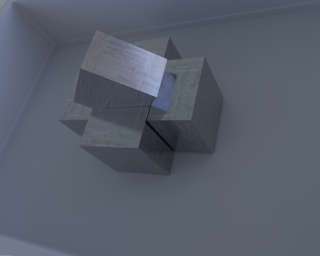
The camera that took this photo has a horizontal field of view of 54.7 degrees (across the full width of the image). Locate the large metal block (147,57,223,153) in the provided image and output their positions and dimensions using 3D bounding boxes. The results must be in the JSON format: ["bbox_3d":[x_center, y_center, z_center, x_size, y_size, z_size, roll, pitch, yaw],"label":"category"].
[{"bbox_3d":[0.034,-0.024,0.364,0.050,0.080,0.080,0,62,28],"label":"large metal block"}]

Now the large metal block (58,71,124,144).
[{"bbox_3d":[-0.081,-0.027,0.429,0.050,0.080,0.080,0,62,28],"label":"large metal block"}]

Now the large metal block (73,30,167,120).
[{"bbox_3d":[-0.048,-0.053,0.354,0.080,0.080,0.050,20,65,-13],"label":"large metal block"}]

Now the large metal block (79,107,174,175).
[{"bbox_3d":[-0.035,0.017,0.377,0.080,0.080,0.050,0,62,28],"label":"large metal block"}]

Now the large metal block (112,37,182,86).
[{"bbox_3d":[-0.012,-0.072,0.420,0.080,0.080,0.050,0,62,28],"label":"large metal block"}]
